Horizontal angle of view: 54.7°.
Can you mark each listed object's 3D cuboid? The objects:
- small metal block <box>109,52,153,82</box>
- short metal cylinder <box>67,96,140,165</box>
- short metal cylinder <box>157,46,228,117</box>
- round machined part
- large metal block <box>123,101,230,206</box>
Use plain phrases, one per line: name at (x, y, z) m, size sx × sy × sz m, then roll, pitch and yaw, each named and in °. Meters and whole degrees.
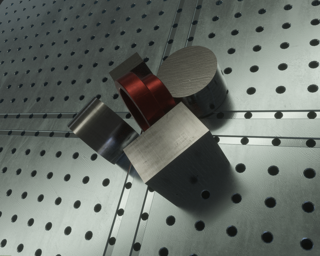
small metal block at (-0.038, -0.074, 0.456) m, size 0.050 × 0.050 × 0.025 m, roll -36°, pitch 52°, yaw 4°
short metal cylinder at (-0.073, 0.003, 0.407) m, size 0.080 × 0.080 × 0.050 m, roll 35°, pitch 82°, yaw 38°
short metal cylinder at (0.043, -0.060, 0.405) m, size 0.080 × 0.050 × 0.080 m, roll -13°, pitch 56°, yaw 20°
round machined part at (-0.011, -0.028, 0.384) m, size 0.042 × 0.098 × 0.098 m, roll -34°, pitch 51°, yaw -10°
large metal block at (0.021, 0.031, 0.343) m, size 0.080 × 0.080 × 0.050 m, roll -40°, pitch 51°, yaw 1°
